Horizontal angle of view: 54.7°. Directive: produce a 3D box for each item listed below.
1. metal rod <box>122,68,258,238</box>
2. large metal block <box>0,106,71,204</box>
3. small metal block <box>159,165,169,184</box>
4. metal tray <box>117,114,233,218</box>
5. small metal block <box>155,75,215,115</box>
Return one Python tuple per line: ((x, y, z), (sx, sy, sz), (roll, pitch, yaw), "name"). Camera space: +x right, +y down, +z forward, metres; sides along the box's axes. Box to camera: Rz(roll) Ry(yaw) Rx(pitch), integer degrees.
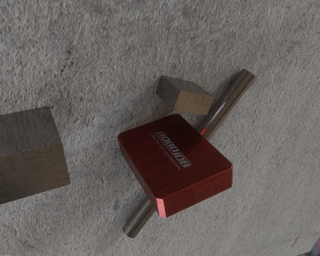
((0.039, 0.043, 0.456), (0.025, 0.025, 0.299), (28, 103, -38), "metal rod")
((-0.142, 0.025, 0.309), (0.081, 0.080, 0.050), (-14, 125, -21), "large metal block")
((0.008, 0.046, 0.426), (0.050, 0.050, 0.025), (-43, 130, 1), "small metal block")
((0.013, 0.036, 0.370), (0.091, 0.130, 0.030), (-20, 127, -17), "metal tray")
((0.030, -0.041, 0.383), (0.050, 0.050, 0.025), (6, 115, -32), "small metal block")
